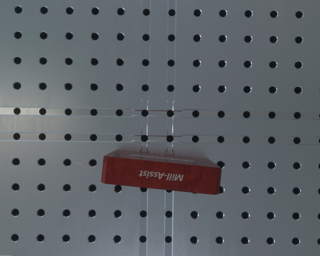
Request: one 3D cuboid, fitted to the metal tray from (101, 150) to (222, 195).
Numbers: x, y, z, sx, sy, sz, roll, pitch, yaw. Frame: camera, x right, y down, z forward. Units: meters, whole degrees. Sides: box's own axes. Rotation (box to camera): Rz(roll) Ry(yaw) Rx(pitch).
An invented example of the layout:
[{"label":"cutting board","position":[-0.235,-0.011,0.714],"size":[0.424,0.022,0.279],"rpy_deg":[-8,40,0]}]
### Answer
[{"label":"metal tray","position":[0.002,0.052,0.380],"size":[0.131,0.090,0.030],"rpy_deg":[6,90,0]}]
